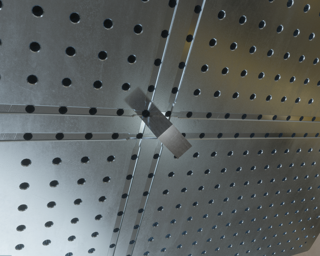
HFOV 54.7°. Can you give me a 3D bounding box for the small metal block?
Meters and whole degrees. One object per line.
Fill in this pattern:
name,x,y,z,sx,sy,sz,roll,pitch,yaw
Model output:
small metal block,0.009,0.006,0.405,0.025,0.050,0.050,-43,130,1
